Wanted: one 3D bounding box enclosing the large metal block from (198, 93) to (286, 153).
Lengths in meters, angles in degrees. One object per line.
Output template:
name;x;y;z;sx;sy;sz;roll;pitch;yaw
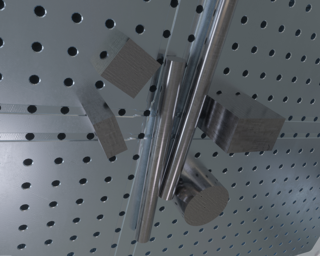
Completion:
large metal block;0.108;-0.009;0.429;0.081;0.080;0.050;-1;119;-28

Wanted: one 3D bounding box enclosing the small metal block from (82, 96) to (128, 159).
small metal block;-0.064;-0.001;0.360;0.025;0.050;0.050;-25;128;-13

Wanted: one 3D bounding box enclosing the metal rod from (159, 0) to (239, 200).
metal rod;0.045;-0.027;0.419;0.025;0.025;0.298;1;118;-29

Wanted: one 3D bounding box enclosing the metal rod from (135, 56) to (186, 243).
metal rod;-0.005;0.048;0.438;0.025;0.025;0.298;-4;121;-27

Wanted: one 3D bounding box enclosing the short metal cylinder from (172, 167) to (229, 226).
short metal cylinder;0.062;0.109;0.497;0.081;0.050;0.079;-14;124;-21

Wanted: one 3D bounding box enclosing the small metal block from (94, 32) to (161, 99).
small metal block;-0.036;-0.069;0.349;0.050;0.025;0.050;34;99;-39
